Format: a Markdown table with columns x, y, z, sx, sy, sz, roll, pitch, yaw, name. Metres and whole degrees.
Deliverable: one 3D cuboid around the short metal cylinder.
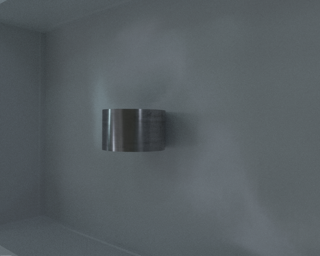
| x | y | z | sx | sy | sz | roll | pitch | yaw | name |
| --- | --- | --- | --- | --- | --- | --- | --- | --- | --- |
| -0.033 | 0.002 | 0.396 | 0.080 | 0.081 | 0.050 | 1 | 91 | 39 | short metal cylinder |
